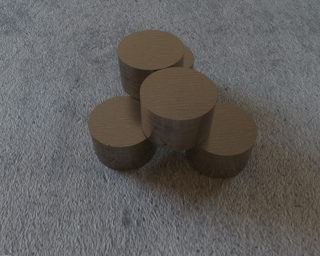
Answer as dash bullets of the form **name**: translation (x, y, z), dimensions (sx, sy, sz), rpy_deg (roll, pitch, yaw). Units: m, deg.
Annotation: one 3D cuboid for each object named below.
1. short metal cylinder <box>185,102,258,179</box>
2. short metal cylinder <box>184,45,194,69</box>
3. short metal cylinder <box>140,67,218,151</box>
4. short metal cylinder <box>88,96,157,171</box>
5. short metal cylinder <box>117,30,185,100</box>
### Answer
- **short metal cylinder**: translation (0.072, 0.015, 0.376), dimensions (0.080, 0.050, 0.080), rpy_deg (0, 50, 0)
- **short metal cylinder**: translation (0.009, -0.085, 0.460), dimensions (0.080, 0.050, 0.080), rpy_deg (0, 50, 0)
- **short metal cylinder**: translation (0.019, -0.022, 0.341), dimensions (0.081, 0.050, 0.080), rpy_deg (1, 50, 0)
- **short metal cylinder**: translation (-0.044, 0.006, 0.383), dimensions (0.080, 0.050, 0.080), rpy_deg (0, 50, 0)
- **short metal cylinder**: translation (-0.011, -0.079, 0.389), dimensions (0.080, 0.050, 0.080), rpy_deg (0, 50, 0)
